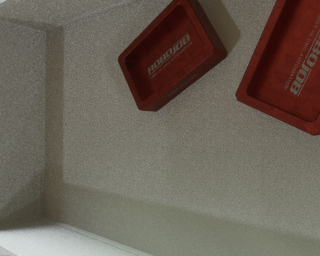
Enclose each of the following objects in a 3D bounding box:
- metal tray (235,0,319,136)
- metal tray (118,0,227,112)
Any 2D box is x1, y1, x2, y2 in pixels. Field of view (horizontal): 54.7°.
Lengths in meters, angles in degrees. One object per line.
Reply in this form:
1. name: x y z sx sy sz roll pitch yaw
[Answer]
1. metal tray: 0.138 -0.069 0.288 0.090 0.030 0.129 32 110 35
2. metal tray: 0.009 -0.090 0.393 0.130 0.030 0.090 -36 68 33
